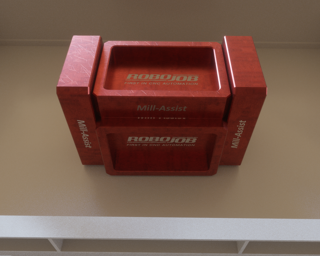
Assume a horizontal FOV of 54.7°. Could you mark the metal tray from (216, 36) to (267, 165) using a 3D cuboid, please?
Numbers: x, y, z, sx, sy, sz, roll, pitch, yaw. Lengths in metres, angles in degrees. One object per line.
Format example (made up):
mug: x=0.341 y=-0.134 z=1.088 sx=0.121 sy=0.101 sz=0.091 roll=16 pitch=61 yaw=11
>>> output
metal tray: x=0.084 y=-0.027 z=0.357 sx=0.030 sy=0.129 sz=0.090 roll=1 pitch=51 yaw=1

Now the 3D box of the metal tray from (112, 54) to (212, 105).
metal tray: x=0.003 y=-0.052 z=0.402 sx=0.131 sy=0.090 sz=0.030 roll=0 pitch=51 yaw=0

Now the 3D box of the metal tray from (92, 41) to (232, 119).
metal tray: x=0.002 y=-0.053 z=0.327 sx=0.131 sy=0.030 sz=0.090 roll=1 pitch=50 yaw=0

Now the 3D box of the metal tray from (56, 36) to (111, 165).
metal tray: x=-0.079 y=-0.028 z=0.357 sx=0.030 sy=0.129 sz=0.090 roll=0 pitch=51 yaw=0

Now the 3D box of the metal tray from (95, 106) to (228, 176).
metal tray: x=0.002 y=0.017 z=0.344 sx=0.131 sy=0.089 sz=0.030 roll=0 pitch=50 yaw=0
